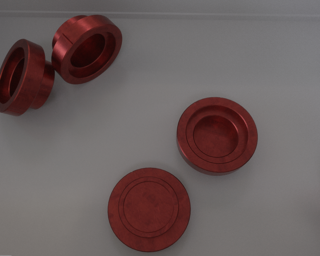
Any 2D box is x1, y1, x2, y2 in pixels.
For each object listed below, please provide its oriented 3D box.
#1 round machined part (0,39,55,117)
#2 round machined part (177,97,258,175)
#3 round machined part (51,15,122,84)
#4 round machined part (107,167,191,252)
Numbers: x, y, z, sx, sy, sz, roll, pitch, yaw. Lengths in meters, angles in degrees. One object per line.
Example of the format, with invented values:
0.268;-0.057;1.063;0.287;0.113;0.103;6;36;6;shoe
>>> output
-0.174;-0.062;0.404;0.098;0.042;0.098;-16;66;40;round machined part
0.070;0.013;0.396;0.099;0.042;0.098;0;70;0;round machined part
-0.101;-0.108;0.410;0.098;0.098;0.042;-41;75;-13;round machined part
-0.013;0.094;0.366;0.099;0.042;0.098;0;70;0;round machined part
